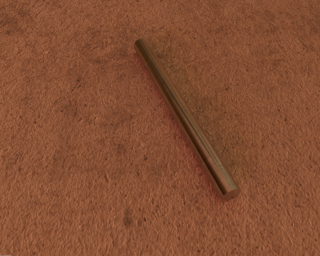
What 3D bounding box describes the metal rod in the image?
[{"bbox_3d":[0.023,-0.033,0.430,0.025,0.025,0.300,-17,52,-14],"label":"metal rod"}]
